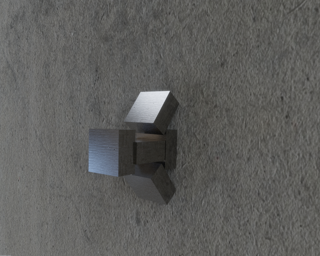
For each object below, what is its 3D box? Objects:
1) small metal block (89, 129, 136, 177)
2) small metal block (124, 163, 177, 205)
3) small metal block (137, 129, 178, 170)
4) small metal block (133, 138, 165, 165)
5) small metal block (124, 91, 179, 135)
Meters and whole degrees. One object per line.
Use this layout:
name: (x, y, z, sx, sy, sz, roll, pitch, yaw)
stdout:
small metal block: (-0.055, 0.026, 0.352, 0.050, 0.025, 0.050, 1, 91, 39)
small metal block: (-0.014, 0.069, 0.400, 0.050, 0.025, 0.050, 3, 133, 39)
small metal block: (-0.004, 0.026, 0.409, 0.050, 0.025, 0.050, 3, 92, 39)
small metal block: (-0.029, 0.027, 0.379, 0.050, 0.050, 0.025, 3, 92, 39)
small metal block: (-0.011, -0.020, 0.398, 0.050, 0.025, 0.050, 4, 56, 40)
